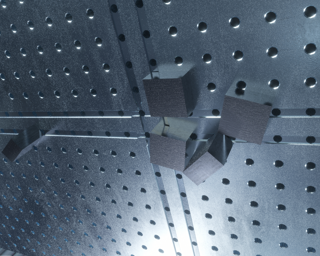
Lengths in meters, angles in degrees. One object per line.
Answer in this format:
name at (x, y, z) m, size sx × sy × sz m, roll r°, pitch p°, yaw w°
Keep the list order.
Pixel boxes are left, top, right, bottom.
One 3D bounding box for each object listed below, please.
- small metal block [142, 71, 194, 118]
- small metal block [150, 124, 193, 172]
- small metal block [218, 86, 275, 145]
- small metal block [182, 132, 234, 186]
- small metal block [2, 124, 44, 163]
small metal block at (0.011, -0.041, 0.379) m, size 0.050 × 0.025 × 0.050 m, roll 2°, pitch 120°, yaw 26°
small metal block at (0.015, 0.027, 0.419) m, size 0.050 × 0.025 × 0.050 m, roll 14°, pitch 124°, yaw 20°
small metal block at (0.097, -0.014, 0.351) m, size 0.050 × 0.025 × 0.050 m, roll 17°, pitch 125°, yaw 18°
small metal block at (0.060, 0.037, 0.385) m, size 0.025 × 0.050 × 0.050 m, roll 42°, pitch 129°, yaw -1°
small metal block at (-0.236, 0.026, 0.533) m, size 0.025 × 0.050 × 0.050 m, roll 48°, pitch 129°, yaw -5°
